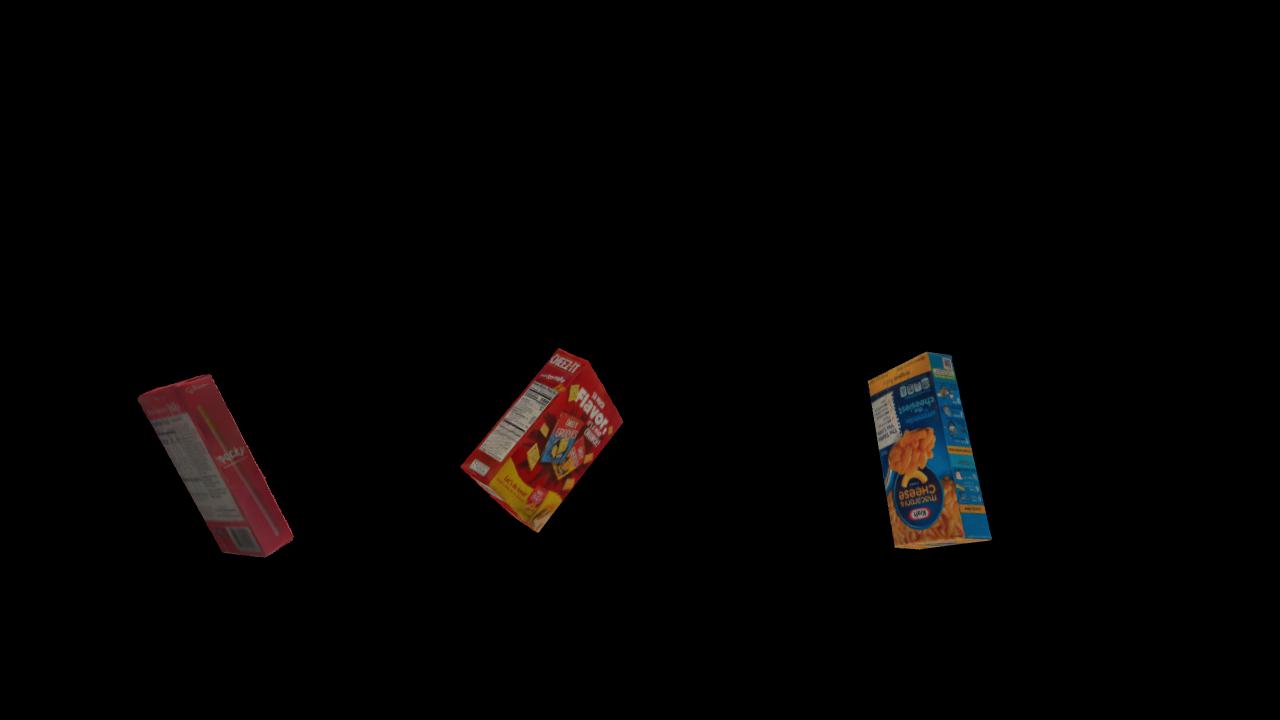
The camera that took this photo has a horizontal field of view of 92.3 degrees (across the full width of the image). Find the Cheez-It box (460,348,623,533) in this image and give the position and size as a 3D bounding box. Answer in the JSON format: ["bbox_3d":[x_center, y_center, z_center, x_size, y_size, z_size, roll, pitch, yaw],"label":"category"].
[{"bbox_3d":[-0.134,0.119,0.903,0.071,0.223,0.166,23,-26,33],"label":"Cheez-It box"}]

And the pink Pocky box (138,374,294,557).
[{"bbox_3d":[-0.352,0.090,0.512,0.084,0.155,0.029,-10,16,34],"label":"pink Pocky box"}]

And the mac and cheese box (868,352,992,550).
[{"bbox_3d":[0.290,0.094,0.631,0.041,0.184,0.093,8,-24,-20],"label":"mac and cheese box"}]
